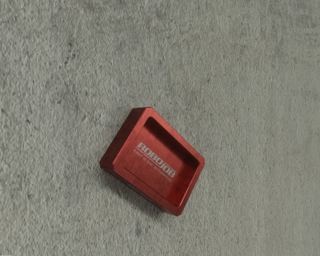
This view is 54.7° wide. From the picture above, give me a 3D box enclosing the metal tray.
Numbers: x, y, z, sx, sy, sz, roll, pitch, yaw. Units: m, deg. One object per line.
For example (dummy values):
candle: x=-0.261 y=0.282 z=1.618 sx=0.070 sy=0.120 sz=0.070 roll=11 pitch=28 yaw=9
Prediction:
metal tray: x=-0.003 y=0.045 z=0.402 sx=0.130 sy=0.030 sz=0.090 roll=43 pitch=64 yaw=-32
